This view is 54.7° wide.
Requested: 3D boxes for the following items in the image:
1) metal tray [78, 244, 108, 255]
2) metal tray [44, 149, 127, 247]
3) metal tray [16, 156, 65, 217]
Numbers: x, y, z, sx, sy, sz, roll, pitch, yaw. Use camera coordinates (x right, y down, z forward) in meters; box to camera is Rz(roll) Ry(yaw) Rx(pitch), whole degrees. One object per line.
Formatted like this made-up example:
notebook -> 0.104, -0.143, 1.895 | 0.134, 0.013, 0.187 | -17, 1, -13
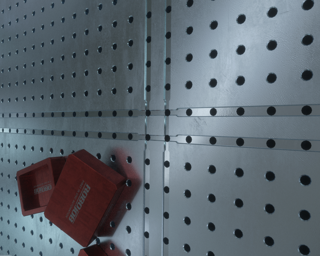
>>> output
metal tray -> -0.087, 0.257, 0.474 | 0.130, 0.030, 0.089 | 34, 111, 34
metal tray -> -0.119, 0.109, 0.481 | 0.090, 0.030, 0.129 | 33, 112, 12
metal tray -> -0.221, 0.112, 0.584 | 0.130, 0.030, 0.090 | -22, 77, 37
